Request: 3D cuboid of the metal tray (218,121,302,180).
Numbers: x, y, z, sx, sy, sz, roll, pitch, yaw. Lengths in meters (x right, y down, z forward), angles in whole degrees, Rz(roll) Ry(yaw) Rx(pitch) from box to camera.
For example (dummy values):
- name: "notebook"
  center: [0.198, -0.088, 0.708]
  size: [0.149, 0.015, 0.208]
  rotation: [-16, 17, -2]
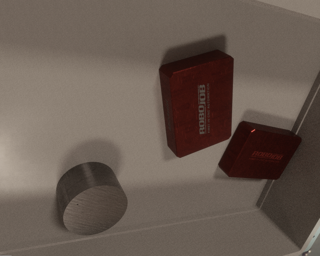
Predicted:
- name: "metal tray"
  center: [0.172, 0.042, 0.528]
  size: [0.131, 0.030, 0.089]
  rotation: [9, 114, -33]

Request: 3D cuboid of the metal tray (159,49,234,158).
- name: "metal tray"
  center: [0.052, -0.030, 0.417]
  size: [0.091, 0.030, 0.129]
  rotation: [-19, 126, -17]

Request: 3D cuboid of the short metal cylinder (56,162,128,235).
- name: "short metal cylinder"
  center: [-0.089, 0.091, 0.402]
  size: [0.081, 0.050, 0.079]
  rotation: [-14, 125, -21]
